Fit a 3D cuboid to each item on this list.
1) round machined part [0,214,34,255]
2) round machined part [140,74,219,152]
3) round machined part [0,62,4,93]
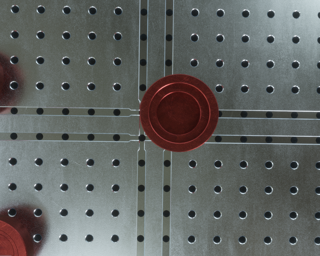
[{"bbox_3d":[-0.213,0.160,0.402,0.099,0.042,0.097,0,90,-1],"label":"round machined part"},{"bbox_3d":[0.024,-0.019,0.405,0.099,0.042,0.097,0,90,-1],"label":"round machined part"},{"bbox_3d":[-0.252,-0.066,0.402,0.099,0.042,0.097,0,90,-1],"label":"round machined part"}]
